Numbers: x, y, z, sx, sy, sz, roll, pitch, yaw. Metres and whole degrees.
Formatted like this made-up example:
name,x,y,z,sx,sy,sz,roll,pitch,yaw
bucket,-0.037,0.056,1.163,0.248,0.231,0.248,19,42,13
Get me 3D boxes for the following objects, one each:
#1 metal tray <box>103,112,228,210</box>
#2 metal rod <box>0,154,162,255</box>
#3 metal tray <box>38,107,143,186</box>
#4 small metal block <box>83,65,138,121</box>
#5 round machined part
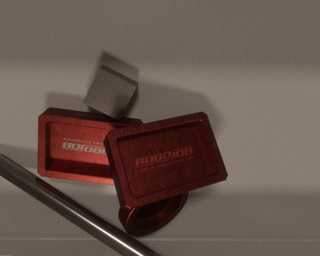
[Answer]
name,x,y,z,sx,sy,sz,roll,pitch,yaw
metal tray,0.007,0.037,0.373,0.131,0.030,0.090,-12,77,-21
metal rod,-0.096,0.121,0.405,0.301,0.025,0.025,30,108,8
metal tray,-0.093,0.026,0.417,0.131,0.030,0.089,8,110,-4
small metal block,-0.062,-0.045,0.394,0.050,0.025,0.050,26,108,-10
round machined part,-0.013,0.097,0.421,0.099,0.042,0.097,-24,138,-24
